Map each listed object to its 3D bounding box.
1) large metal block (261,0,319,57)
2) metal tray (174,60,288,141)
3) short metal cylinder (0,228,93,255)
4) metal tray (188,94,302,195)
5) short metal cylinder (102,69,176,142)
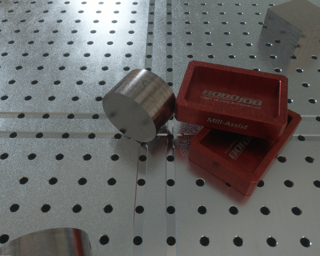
[{"bbox_3d":[0.241,-0.179,0.543,0.081,0.050,0.080,-23,54,-19],"label":"large metal block"},{"bbox_3d":[0.092,-0.039,0.397,0.131,0.030,0.090,12,51,10],"label":"metal tray"},{"bbox_3d":[-0.096,0.128,0.264,0.081,0.080,0.050,-15,52,-12],"label":"short metal cylinder"},{"bbox_3d":[0.109,0.011,0.395,0.090,0.030,0.131,32,57,24],"label":"metal tray"},{"bbox_3d":[-0.026,-0.028,0.395,0.080,0.080,0.050,25,55,19],"label":"short metal cylinder"}]
